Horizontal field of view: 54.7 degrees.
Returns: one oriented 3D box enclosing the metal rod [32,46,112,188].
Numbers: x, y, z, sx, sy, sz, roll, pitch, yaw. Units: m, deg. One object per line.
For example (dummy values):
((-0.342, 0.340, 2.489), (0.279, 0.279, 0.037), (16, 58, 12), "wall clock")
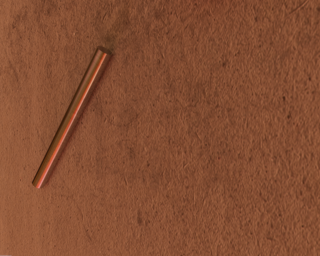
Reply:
((-0.159, -0.006, 0.536), (0.025, 0.025, 0.298), (48, 118, 29), "metal rod")
